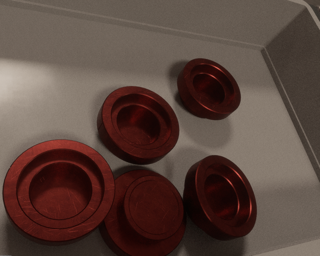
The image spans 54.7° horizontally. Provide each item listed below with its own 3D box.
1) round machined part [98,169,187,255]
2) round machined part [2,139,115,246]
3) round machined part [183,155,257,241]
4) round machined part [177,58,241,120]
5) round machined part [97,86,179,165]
[{"bbox_3d":[-0.014,0.090,0.334,0.099,0.042,0.098,14,56,-21],"label":"round machined part"},{"bbox_3d":[-0.097,0.064,0.301,0.099,0.042,0.098,10,57,-17],"label":"round machined part"},{"bbox_3d":[0.067,0.085,0.373,0.099,0.042,0.098,22,51,-29],"label":"round machined part"},{"bbox_3d":[0.069,-0.054,0.467,0.099,0.042,0.098,14,56,-21],"label":"round machined part"},{"bbox_3d":[-0.029,0.000,0.380,0.099,0.042,0.098,14,56,-21],"label":"round machined part"}]
